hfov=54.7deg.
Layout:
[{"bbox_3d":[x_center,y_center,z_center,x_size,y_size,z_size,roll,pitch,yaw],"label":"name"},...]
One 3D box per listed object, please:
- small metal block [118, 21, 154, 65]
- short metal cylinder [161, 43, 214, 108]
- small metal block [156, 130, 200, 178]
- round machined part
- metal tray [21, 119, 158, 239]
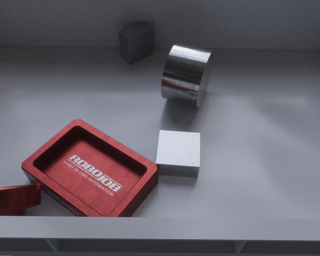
[{"bbox_3d":[-0.037,-0.138,0.505,0.050,0.050,0.025,-32,57,-24],"label":"small metal block"},{"bbox_3d":[0.039,-0.073,0.431,0.050,0.080,0.080,17,52,13],"label":"short metal cylinder"},{"bbox_3d":[0.023,0.031,0.379,0.050,0.025,0.050,4,50,3],"label":"small metal block"},{"bbox_3d":[-0.167,0.081,0.298,0.099,0.098,0.042,-6,83,-5],"label":"round machined part"},{"bbox_3d":[-0.079,0.052,0.356,0.130,0.030,0.090,29,55,21],"label":"metal tray"}]
